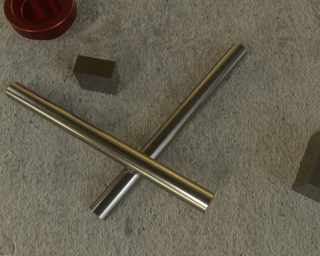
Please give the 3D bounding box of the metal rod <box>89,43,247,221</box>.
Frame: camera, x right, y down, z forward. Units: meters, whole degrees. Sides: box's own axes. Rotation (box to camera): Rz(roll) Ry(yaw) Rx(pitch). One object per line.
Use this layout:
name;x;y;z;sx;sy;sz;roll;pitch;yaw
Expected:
metal rod;0.021;-0.005;0.410;0.025;0.025;0.301;38;74;12

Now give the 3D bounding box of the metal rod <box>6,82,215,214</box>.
metal rod;-0.073;0.015;0.381;0.301;0.025;0.025;28;72;17

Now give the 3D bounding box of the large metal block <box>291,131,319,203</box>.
large metal block;0.222;0.054;0.378;0.080;0.050;0.080;26;72;8

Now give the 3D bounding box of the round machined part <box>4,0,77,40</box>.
round machined part;-0.172;-0.171;0.459;0.099;0.042;0.098;0;70;-1

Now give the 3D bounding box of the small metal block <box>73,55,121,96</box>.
small metal block;-0.084;-0.070;0.420;0.050;0.050;0.025;11;71;3
